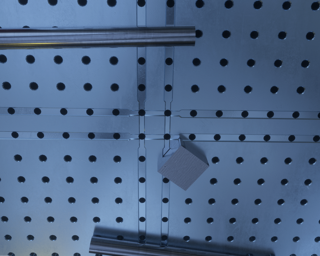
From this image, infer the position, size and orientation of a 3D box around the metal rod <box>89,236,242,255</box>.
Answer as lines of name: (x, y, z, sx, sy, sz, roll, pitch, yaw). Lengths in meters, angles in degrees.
metal rod: (0.042, 0.204, 0.489, 0.302, 0.025, 0.025, 9, 110, -4)

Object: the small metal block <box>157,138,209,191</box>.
small metal block: (0.032, 0.051, 0.433, 0.050, 0.025, 0.050, 37, 106, -13)

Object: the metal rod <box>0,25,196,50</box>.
metal rod: (-0.110, -0.108, 0.372, 0.302, 0.025, 0.025, -1, 110, 0)
